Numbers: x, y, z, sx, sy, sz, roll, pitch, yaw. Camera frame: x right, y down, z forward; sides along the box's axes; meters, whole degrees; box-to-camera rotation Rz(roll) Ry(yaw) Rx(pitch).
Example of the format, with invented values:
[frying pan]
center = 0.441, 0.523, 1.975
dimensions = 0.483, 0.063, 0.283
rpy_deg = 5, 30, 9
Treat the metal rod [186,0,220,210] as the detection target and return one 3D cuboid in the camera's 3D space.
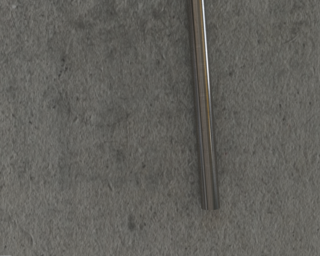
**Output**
[metal rod]
center = 0.057, -0.043, 0.410
dimensions = 0.025, 0.025, 0.298
rpy_deg = -4, 90, -1
